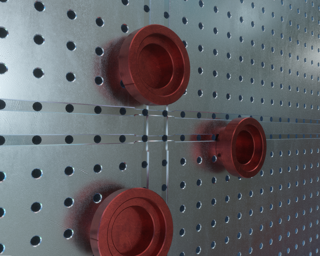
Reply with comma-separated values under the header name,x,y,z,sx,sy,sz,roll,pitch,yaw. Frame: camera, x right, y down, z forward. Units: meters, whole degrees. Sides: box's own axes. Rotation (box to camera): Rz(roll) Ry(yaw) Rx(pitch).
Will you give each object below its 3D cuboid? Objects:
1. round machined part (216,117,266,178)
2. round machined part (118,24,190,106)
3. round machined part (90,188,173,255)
name,x,y,z,sx,sy,sz,roll,pitch,yaw
round machined part,0.130,0.031,0.510,0.099,0.042,0.097,0,90,-40
round machined part,-0.011,-0.076,0.391,0.099,0.042,0.097,0,90,-40
round machined part,-0.036,0.119,0.363,0.099,0.042,0.098,8,77,-34
